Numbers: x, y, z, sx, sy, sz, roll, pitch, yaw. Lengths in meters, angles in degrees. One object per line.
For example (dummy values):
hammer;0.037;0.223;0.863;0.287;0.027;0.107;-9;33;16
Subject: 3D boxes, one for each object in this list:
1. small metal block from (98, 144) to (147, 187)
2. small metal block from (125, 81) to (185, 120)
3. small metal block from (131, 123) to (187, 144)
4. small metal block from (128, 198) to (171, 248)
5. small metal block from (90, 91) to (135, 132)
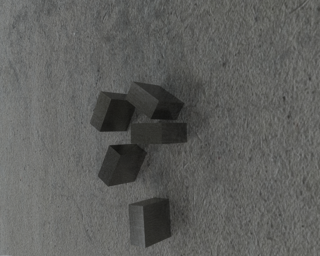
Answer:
small metal block;-0.052;0.051;0.432;0.025;0.050;0.050;36;112;34
small metal block;-0.006;-0.034;0.394;0.050;0.050;0.025;39;114;33
small metal block;-0.001;0.006;0.390;0.050;0.050;0.025;-1;90;40
small metal block;-0.012;0.120;0.399;0.025;0.050;0.050;-6;86;40
small metal block;-0.066;-0.023;0.443;0.025;0.050;0.050;36;112;34
